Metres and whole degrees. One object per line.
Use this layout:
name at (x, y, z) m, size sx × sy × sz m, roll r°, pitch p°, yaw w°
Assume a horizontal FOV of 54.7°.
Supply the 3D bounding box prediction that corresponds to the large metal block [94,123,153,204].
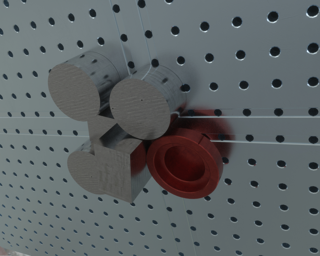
large metal block at (-0.042, 0.039, 0.418) m, size 0.050 × 0.080 × 0.079 m, roll 15°, pitch 125°, yaw 20°

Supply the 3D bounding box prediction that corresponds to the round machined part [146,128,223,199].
round machined part at (0.035, 0.042, 0.407) m, size 0.098 × 0.042 × 0.097 m, roll 13°, pitch 124°, yaw 21°

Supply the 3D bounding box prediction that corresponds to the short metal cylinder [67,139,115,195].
short metal cylinder at (-0.094, 0.056, 0.479) m, size 0.080 × 0.050 × 0.079 m, roll 13°, pitch 124°, yaw 21°

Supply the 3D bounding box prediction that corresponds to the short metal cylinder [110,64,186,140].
short metal cylinder at (-0.014, -0.032, 0.382) m, size 0.080 × 0.050 × 0.079 m, roll 13°, pitch 124°, yaw 21°

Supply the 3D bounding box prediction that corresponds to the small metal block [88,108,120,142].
small metal block at (-0.076, -0.002, 0.450) m, size 0.050 × 0.025 × 0.050 m, roll 14°, pitch 124°, yaw 20°

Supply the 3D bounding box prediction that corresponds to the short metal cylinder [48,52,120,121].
short metal cylinder at (-0.100, -0.055, 0.413) m, size 0.080 × 0.050 × 0.079 m, roll 13°, pitch 124°, yaw 21°
